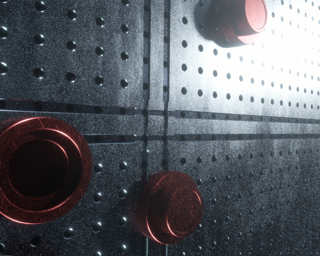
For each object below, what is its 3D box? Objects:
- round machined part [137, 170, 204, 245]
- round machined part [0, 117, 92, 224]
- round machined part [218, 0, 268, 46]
[{"bbox_3d":[0.021,0.108,0.418,0.099,0.042,0.097,0,90,-40],"label":"round machined part"},{"bbox_3d":[-0.120,0.038,0.299,0.099,0.042,0.097,0,90,-40],"label":"round machined part"},{"bbox_3d":[0.146,-0.191,0.523,0.099,0.042,0.097,0,90,-40],"label":"round machined part"}]
